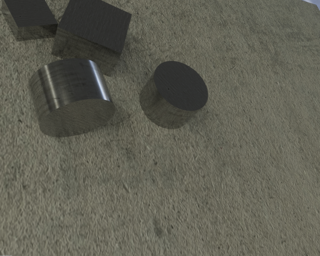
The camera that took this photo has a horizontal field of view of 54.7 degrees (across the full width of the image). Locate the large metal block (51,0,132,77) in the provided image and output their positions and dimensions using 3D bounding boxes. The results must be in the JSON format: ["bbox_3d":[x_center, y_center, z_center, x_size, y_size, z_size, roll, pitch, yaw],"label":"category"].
[{"bbox_3d":[-0.090,-0.127,0.418,0.081,0.050,0.080,19,54,-17],"label":"large metal block"}]

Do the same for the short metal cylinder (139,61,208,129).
[{"bbox_3d":[0.018,-0.045,0.427,0.081,0.050,0.080,14,56,-21],"label":"short metal cylinder"}]

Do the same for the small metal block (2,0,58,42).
[{"bbox_3d":[-0.168,-0.142,0.401,0.050,0.025,0.050,-21,73,-36],"label":"small metal block"}]

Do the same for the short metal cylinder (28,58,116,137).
[{"bbox_3d":[-0.095,-0.031,0.337,0.081,0.080,0.050,-10,67,-33],"label":"short metal cylinder"}]
